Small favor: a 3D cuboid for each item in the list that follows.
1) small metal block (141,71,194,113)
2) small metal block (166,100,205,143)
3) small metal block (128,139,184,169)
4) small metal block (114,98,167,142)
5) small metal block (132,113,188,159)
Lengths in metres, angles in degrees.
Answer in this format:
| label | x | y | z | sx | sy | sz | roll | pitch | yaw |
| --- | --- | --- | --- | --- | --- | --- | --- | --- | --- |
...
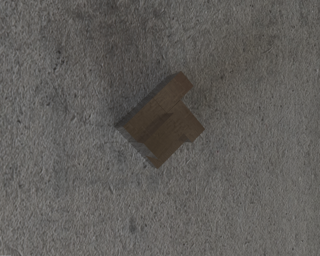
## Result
| label | x | y | z | sx | sy | sz | roll | pitch | yaw |
| --- | --- | --- | --- | --- | --- | --- | --- | --- | --- |
| small metal block | 0.008 | -0.044 | 0.401 | 0.050 | 0.050 | 0.025 | -45 | 105 | -15 |
| small metal block | 0.024 | -0.008 | 0.407 | 0.025 | 0.050 | 0.050 | -45 | 105 | -14 |
| small metal block | -0.006 | 0.018 | 0.409 | 0.050 | 0.025 | 0.050 | -44 | 104 | -15 |
| small metal block | -0.026 | -0.010 | 0.388 | 0.050 | 0.050 | 0.025 | -45 | 105 | -15 |
| small metal block | -0.001 | 0.009 | 0.371 | 0.050 | 0.050 | 0.025 | -45 | 105 | -15 |
